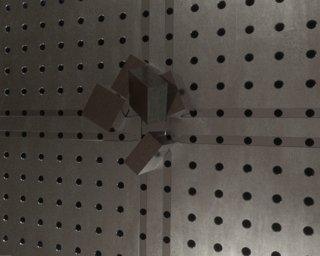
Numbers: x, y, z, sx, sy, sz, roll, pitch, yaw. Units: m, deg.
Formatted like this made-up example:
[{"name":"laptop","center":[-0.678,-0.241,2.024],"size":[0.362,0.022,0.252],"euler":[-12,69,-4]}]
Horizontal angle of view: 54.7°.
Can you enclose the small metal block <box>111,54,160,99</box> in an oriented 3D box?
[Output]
[{"name":"small metal block","center":[-0.031,-0.065,0.409],"size":[0.025,0.050,0.050],"euler":[35,101,16]}]

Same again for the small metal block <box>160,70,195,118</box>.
[{"name":"small metal block","center":[0.018,-0.041,0.392],"size":[0.025,0.050,0.050],"euler":[-22,83,18]}]

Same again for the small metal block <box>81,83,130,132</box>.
[{"name":"small metal block","center":[-0.075,-0.028,0.438],"size":[0.050,0.025,0.050],"euler":[31,100,17]}]

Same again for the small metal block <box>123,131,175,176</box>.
[{"name":"small metal block","center":[-0.013,0.032,0.403],"size":[0.025,0.050,0.050],"euler":[42,103,15]}]

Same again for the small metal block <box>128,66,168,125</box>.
[{"name":"small metal block","center":[-0.015,-0.040,0.370],"size":[0.050,0.025,0.050],"euler":[47,145,44]}]
